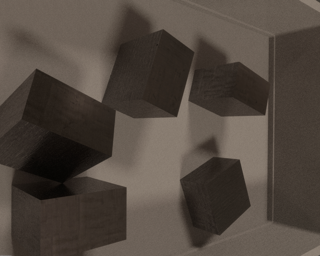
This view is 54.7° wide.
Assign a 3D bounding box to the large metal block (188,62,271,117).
[{"bbox_3d":[0.103,-0.053,0.460,0.080,0.080,0.050,20,77,-39],"label":"large metal block"}]

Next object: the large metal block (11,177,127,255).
[{"bbox_3d":[-0.088,0.081,0.298,0.081,0.080,0.050,0,91,-40],"label":"large metal block"}]

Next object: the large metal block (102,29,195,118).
[{"bbox_3d":[-0.015,-0.058,0.360,0.050,0.080,0.080,25,74,-38],"label":"large metal block"}]

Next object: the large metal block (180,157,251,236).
[{"bbox_3d":[0.085,0.098,0.464,0.081,0.050,0.080,-27,107,-37],"label":"large metal block"}]

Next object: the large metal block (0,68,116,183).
[{"bbox_3d":[-0.099,0.004,0.280,0.080,0.080,0.050,29,46,-37],"label":"large metal block"}]
